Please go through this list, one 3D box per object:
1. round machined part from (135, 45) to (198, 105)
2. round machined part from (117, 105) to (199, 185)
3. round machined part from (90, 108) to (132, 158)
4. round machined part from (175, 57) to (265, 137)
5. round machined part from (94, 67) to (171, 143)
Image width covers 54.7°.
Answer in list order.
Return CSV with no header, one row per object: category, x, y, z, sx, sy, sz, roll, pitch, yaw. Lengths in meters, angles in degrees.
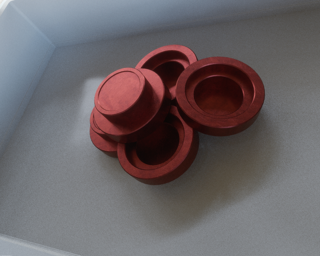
round machined part,0.012,-0.063,0.424,0.098,0.042,0.098,-13,56,20
round machined part,0.001,0.023,0.376,0.098,0.042,0.098,-13,56,20
round machined part,-0.056,-0.012,0.426,0.098,0.042,0.098,-13,56,20
round machined part,0.068,-0.033,0.363,0.099,0.042,0.098,-2,61,3
round machined part,-0.040,-0.034,0.377,0.098,0.042,0.098,-13,56,20
